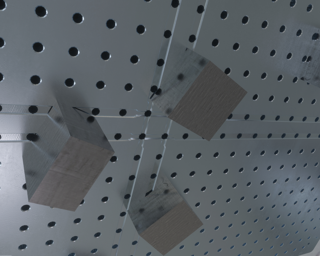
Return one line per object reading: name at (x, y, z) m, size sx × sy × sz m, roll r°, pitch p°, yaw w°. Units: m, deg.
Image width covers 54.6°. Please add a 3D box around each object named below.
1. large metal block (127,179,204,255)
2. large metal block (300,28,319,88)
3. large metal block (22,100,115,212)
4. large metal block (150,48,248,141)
large metal block at (0.009, 0.141, 0.486) m, size 0.080 × 0.050 × 0.080 m, roll -37°, pitch 129°, yaw -3°
large metal block at (0.278, -0.105, 0.481) m, size 0.081 × 0.050 × 0.079 m, roll -4°, pitch 120°, yaw -27°
large metal block at (-0.103, 0.029, 0.337) m, size 0.050 × 0.080 × 0.080 m, roll 26°, pitch 104°, yaw -37°
large metal block at (0.050, -0.041, 0.396) m, size 0.080 × 0.050 × 0.080 m, roll 29°, pitch 103°, yaw -38°
